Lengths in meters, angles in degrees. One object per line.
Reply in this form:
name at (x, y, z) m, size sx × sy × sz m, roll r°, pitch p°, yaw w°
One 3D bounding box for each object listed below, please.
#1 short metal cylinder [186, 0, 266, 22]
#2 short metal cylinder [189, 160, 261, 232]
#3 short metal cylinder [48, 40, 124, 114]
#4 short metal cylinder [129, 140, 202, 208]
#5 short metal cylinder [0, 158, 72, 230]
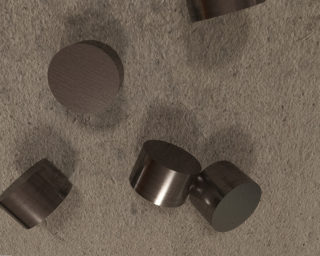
short metal cylinder at (0.066, -0.148, 0.327) m, size 0.080 × 0.080 × 0.050 m, roll -15°, pitch 110°, yaw 5°
short metal cylinder at (0.087, 0.090, 0.413) m, size 0.081 × 0.050 × 0.079 m, roll -16°, pitch 125°, yaw -24°
short metal cylinder at (-0.086, -0.063, 0.372) m, size 0.081 × 0.050 × 0.079 m, roll 0°, pitch 110°, yaw -1°
short metal cylinder at (0.007, 0.057, 0.402) m, size 0.080 × 0.080 × 0.050 m, roll 21°, pitch 109°, yaw -8°
short metal cylinder at (-0.165, 0.085, 0.410) m, size 0.080 × 0.080 × 0.050 m, roll -36°, pitch 107°, yaw 12°
